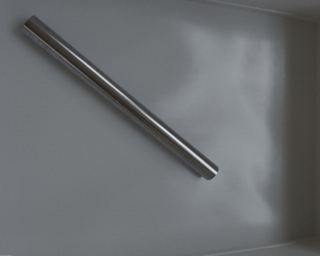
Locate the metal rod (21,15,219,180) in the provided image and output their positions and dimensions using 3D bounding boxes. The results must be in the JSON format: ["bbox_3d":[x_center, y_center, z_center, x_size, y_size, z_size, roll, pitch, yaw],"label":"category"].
[{"bbox_3d":[-0.039,-0.028,0.395,0.301,0.025,0.025,39,78,-16],"label":"metal rod"}]
